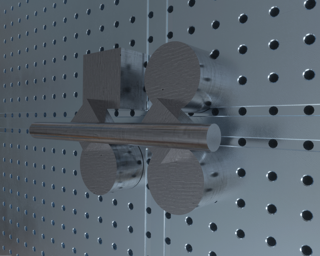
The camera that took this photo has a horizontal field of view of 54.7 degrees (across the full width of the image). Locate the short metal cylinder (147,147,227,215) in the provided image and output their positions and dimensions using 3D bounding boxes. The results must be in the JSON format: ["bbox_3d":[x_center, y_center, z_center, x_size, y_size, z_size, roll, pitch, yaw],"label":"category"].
[{"bbox_3d":[0.032,0.057,0.367,0.080,0.050,0.080,0,90,40],"label":"short metal cylinder"}]

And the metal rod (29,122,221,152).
[{"bbox_3d":[-0.068,0.006,0.367,0.300,0.025,0.025,1,91,40],"label":"metal rod"}]

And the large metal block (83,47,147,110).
[{"bbox_3d":[-0.066,-0.066,0.447,0.080,0.050,0.079,2,91,40],"label":"large metal block"}]

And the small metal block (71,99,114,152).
[{"bbox_3d":[-0.091,-0.004,0.420,0.050,0.025,0.050,-47,62,29],"label":"small metal block"}]

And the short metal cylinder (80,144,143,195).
[{"bbox_3d":[-0.071,0.053,0.451,0.080,0.050,0.080,0,90,40],"label":"short metal cylinder"}]

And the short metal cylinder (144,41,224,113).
[{"bbox_3d":[0.028,-0.058,0.370,0.080,0.050,0.080,0,90,40],"label":"short metal cylinder"}]

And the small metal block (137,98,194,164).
[{"bbox_3d":[0.007,0.003,0.339,0.050,0.025,0.050,48,118,29],"label":"small metal block"}]
